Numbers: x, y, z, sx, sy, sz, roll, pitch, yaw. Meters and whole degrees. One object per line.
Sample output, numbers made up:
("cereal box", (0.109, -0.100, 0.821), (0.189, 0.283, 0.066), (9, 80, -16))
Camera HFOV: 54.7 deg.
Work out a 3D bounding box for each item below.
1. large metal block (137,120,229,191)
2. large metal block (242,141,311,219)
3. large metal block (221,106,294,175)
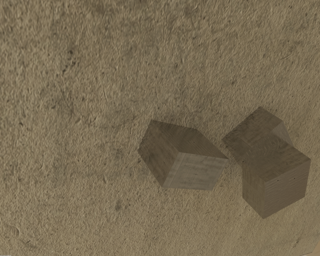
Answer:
("large metal block", (0.028, 0.036, 0.409), (0.081, 0.080, 0.050), (11, 113, -33))
("large metal block", (0.174, 0.079, 0.469), (0.081, 0.050, 0.080), (-22, 127, -15))
("large metal block", (0.158, 0.027, 0.493), (0.080, 0.050, 0.080), (-41, 130, -1))
